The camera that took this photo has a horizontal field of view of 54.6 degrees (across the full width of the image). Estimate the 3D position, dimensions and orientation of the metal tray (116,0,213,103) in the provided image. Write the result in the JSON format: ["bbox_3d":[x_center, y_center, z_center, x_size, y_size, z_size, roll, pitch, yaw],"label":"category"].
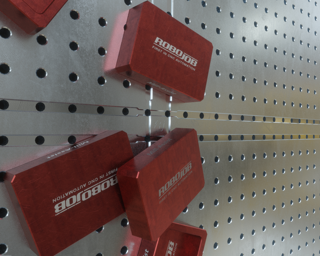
[{"bbox_3d":[0.012,-0.096,0.415,0.131,0.030,0.090,19,78,-38],"label":"metal tray"}]

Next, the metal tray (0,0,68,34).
[{"bbox_3d":[-0.120,-0.171,0.304,0.090,0.030,0.130,42,65,-32],"label":"metal tray"}]

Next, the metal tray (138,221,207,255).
[{"bbox_3d":[0.010,0.191,0.413,0.090,0.030,0.130,26,74,-37],"label":"metal tray"}]

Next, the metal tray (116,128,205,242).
[{"bbox_3d":[0.008,0.064,0.387,0.131,0.030,0.090,-33,119,-48],"label":"metal tray"}]

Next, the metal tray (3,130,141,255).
[{"bbox_3d":[-0.084,0.065,0.335,0.131,0.030,0.090,-24,105,-37],"label":"metal tray"}]
